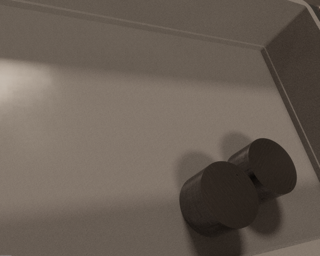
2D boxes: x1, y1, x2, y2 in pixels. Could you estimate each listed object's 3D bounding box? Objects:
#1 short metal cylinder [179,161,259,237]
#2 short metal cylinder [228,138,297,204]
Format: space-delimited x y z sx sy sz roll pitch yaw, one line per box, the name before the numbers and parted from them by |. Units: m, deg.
short metal cylinder | 0.071 0.087 0.377 0.081 0.050 0.080 14 56 -21
short metal cylinder | 0.140 0.061 0.430 0.081 0.050 0.080 14 56 -21
